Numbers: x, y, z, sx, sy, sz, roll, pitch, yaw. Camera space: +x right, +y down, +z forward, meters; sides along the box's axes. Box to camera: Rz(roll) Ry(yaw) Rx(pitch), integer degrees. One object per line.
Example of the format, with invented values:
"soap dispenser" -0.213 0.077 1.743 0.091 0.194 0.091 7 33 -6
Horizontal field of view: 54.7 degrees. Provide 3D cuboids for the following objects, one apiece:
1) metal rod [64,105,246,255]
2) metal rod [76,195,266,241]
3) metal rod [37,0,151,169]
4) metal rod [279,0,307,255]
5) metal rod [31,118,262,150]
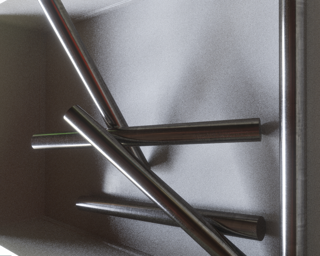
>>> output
"metal rod" 0.005 0.076 0.344 0.300 0.025 0.025 40 116 12
"metal rod" -0.011 0.113 0.414 0.300 0.025 0.025 -5 87 39
"metal rod" -0.091 -0.070 0.397 0.025 0.025 0.299 -18 105 38
"metal rod" 0.129 0.000 0.299 0.025 0.025 0.298 0 90 39
"metal rod" -0.034 0.011 0.380 0.301 0.025 0.025 -4 88 23
